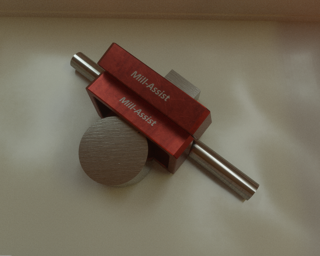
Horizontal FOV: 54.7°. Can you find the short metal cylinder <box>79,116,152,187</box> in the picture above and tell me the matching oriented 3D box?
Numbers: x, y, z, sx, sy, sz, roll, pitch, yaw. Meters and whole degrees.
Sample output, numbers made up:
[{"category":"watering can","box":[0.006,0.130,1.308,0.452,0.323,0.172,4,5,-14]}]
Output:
[{"category":"short metal cylinder","box":[-0.051,0.031,0.377,0.080,0.050,0.080,-1,77,5]}]

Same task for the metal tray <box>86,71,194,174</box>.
[{"category":"metal tray","box":[-0.024,-0.003,0.375,0.130,0.090,0.030,37,74,12]}]

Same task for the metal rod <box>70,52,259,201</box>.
[{"category":"metal rod","box":[-0.002,-0.009,0.413,0.300,0.025,0.025,37,74,12]}]

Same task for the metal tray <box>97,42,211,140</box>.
[{"category":"metal tray","box":[-0.002,-0.039,0.361,0.130,0.090,0.030,37,91,12]}]

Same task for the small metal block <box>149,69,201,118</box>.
[{"category":"small metal block","box":[0.019,-0.044,0.424,0.050,0.025,0.050,39,74,12]}]
